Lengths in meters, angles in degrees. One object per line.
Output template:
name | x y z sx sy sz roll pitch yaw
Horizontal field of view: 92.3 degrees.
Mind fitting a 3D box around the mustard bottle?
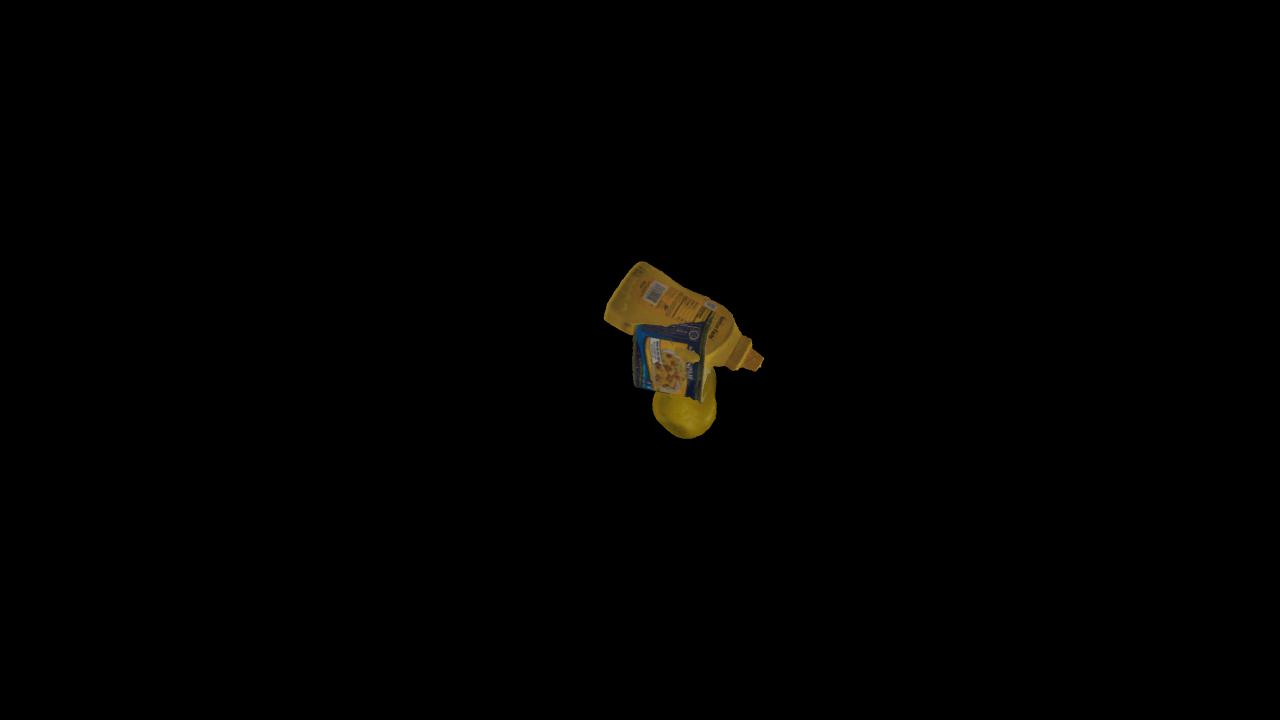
mustard bottle | 0.057 -0.038 0.703 0.184 0.092 0.054 29 -39 6

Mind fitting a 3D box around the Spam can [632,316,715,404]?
Spam can | 0.038 -0.006 0.712 0.085 0.101 0.058 10 38 13

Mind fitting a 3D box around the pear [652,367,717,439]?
pear | 0.067 0.040 0.757 0.080 0.111 0.080 33 -18 12
